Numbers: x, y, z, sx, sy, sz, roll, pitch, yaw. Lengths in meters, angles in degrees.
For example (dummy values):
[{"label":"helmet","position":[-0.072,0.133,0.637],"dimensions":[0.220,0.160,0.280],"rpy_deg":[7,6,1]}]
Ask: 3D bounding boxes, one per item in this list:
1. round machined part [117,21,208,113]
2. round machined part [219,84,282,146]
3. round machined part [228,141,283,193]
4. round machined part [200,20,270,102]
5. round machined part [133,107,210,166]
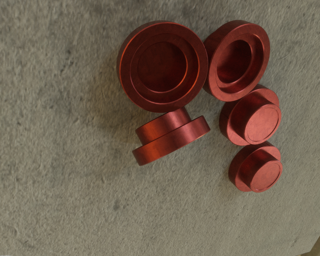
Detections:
[{"label":"round machined part","position":[0.000,-0.070,0.347],"dimensions":[0.099,0.042,0.097],"rpy_deg":[-7,116,-15]},{"label":"round machined part","position":[0.142,-0.014,0.467],"dimensions":[0.099,0.042,0.097],"rpy_deg":[-14,125,-21]},{"label":"round machined part","position":[0.172,0.073,0.538],"dimensions":[0.099,0.042,0.097],"rpy_deg":[-14,125,-21]},{"label":"round machined part","position":[0.087,-0.085,0.388],"dimensions":[0.099,0.042,0.097],"rpy_deg":[-18,127,-25]},{"label":"round machined part","position":[0.009,0.006,0.383],"dimensions":[0.099,0.098,0.042],"rpy_deg":[-27,89,-12]}]
